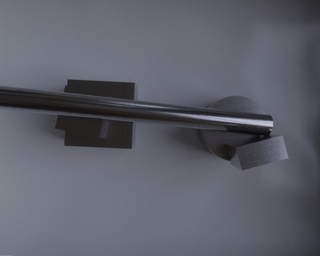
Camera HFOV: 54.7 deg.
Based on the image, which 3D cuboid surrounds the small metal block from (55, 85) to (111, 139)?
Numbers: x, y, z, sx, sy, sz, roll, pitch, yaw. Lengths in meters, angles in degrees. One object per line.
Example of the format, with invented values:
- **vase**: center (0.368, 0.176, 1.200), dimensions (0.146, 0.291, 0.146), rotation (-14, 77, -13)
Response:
- **small metal block**: center (-0.087, -0.018, 0.359), dimensions (0.050, 0.025, 0.050), rotation (13, 89, -1)

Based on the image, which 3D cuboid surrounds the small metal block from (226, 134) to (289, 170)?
- **small metal block**: center (0.107, 0.026, 0.348), dimensions (0.050, 0.050, 0.025), rotation (-14, 90, 0)

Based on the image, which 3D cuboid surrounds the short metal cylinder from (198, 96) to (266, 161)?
- **short metal cylinder**: center (0.092, 0.001, 0.398), dimensions (0.081, 0.050, 0.079), rotation (0, 90, -1)

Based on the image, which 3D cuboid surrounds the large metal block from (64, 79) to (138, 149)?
- **large metal block**: center (-0.072, -0.017, 0.395), dimensions (0.081, 0.050, 0.079), rotation (3, 90, -1)

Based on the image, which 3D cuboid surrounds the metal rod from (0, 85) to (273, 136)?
- **metal rod**: center (-0.023, -0.018, 0.339), dimensions (0.302, 0.025, 0.025), rotation (6, 90, -8)
